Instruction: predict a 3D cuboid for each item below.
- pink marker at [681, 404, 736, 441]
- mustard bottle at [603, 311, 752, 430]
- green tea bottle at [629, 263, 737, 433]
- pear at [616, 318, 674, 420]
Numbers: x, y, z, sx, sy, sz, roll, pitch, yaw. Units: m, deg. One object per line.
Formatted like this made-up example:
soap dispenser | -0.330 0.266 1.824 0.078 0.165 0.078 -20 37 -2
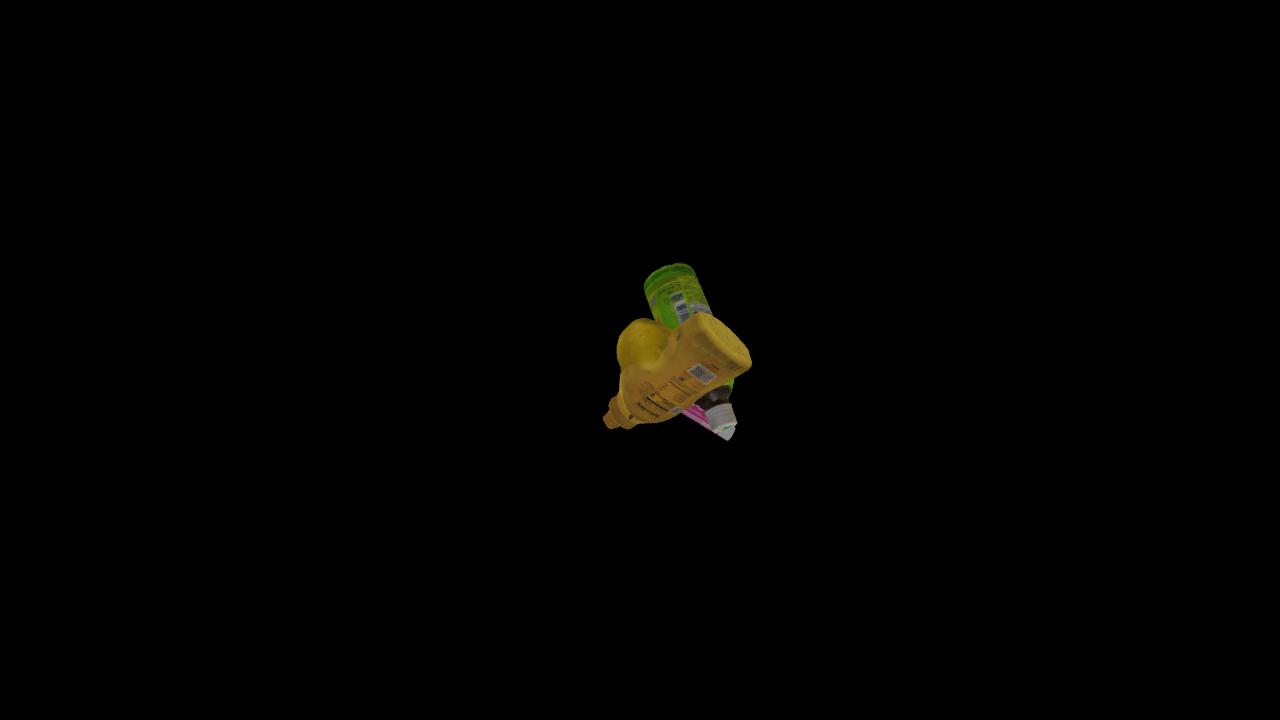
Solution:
pink marker | 0.058 0.058 0.736 0.121 0.020 0.020 31 2 3
mustard bottle | 0.027 0.026 0.687 0.184 0.054 0.092 -37 -46 26
green tea bottle | 0.066 -0.014 0.741 0.073 0.212 0.073 -15 -25 -7
pear | 0.005 0.011 0.697 0.080 0.111 0.080 22 7 -3
